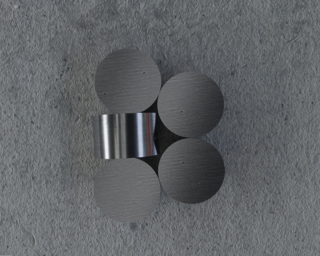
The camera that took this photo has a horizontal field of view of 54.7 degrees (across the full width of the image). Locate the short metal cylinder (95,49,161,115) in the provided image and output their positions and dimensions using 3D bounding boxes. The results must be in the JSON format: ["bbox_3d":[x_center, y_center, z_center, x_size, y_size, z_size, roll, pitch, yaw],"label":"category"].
[{"bbox_3d":[-0.038,-0.056,0.398,0.080,0.050,0.080,0,90,1],"label":"short metal cylinder"}]

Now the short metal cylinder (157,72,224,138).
[{"bbox_3d":[0.037,-0.029,0.398,0.081,0.050,0.080,0,91,0],"label":"short metal cylinder"}]

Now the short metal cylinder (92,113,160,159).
[{"bbox_3d":[-0.042,0.009,0.383,0.080,0.080,0.050,-3,90,0],"label":"short metal cylinder"}]

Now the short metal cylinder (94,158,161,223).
[{"bbox_3d":[-0.039,0.074,0.398,0.080,0.050,0.080,0,90,1],"label":"short metal cylinder"}]

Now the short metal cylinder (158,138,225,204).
[{"bbox_3d":[0.038,0.051,0.398,0.080,0.050,0.080,0,91,1],"label":"short metal cylinder"}]
